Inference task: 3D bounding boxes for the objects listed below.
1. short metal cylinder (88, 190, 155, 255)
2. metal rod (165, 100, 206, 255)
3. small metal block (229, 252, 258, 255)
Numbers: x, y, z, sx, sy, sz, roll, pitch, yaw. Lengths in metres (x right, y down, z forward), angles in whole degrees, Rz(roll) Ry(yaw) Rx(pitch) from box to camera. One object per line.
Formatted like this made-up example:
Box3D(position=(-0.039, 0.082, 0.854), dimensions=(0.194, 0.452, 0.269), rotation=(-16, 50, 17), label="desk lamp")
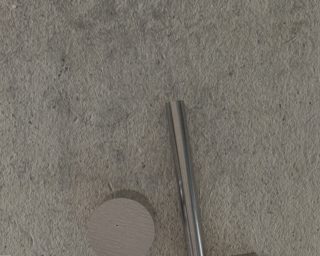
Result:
Box3D(position=(-0.047, 0.124, 0.397), dimensions=(0.081, 0.050, 0.079), rotation=(0, 90, -1), label="short metal cylinder")
Box3D(position=(0.041, 0.113, 0.410), dimensions=(0.025, 0.025, 0.298), rotation=(-8, 90, 0), label="metal rod")
Box3D(position=(0.109, 0.198, 0.412), dimensions=(0.050, 0.025, 0.050), rotation=(-8, 90, -1), label="small metal block")
